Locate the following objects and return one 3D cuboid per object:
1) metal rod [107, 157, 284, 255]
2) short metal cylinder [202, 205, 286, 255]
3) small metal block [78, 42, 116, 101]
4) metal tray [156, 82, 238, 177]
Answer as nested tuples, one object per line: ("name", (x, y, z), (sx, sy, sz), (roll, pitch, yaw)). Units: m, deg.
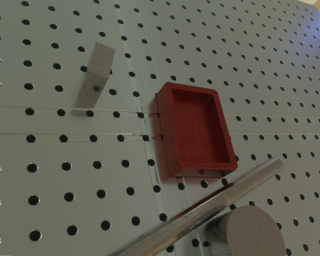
("metal rod", (0.062, 0.097, 0.383), (0.302, 0.025, 0.025), (-20, 73, -36))
("short metal cylinder", (0.097, 0.137, 0.363), (0.081, 0.050, 0.080), (14, 56, -21))
("small metal block", (-0.080, -0.071, 0.393), (0.025, 0.050, 0.050), (18, 55, -18))
("metal tray", (0.049, 0.002, 0.432), (0.091, 0.030, 0.130), (5, 59, -26))
